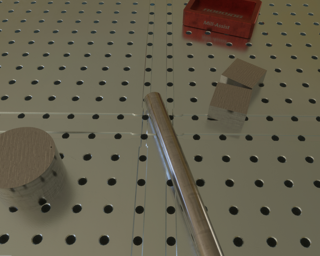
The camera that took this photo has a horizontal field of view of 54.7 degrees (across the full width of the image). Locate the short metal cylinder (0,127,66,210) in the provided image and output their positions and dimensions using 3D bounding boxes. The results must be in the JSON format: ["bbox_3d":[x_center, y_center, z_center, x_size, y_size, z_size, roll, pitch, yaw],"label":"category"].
[{"bbox_3d":[-0.154,0.045,0.352,0.080,0.050,0.080,0,50,0],"label":"short metal cylinder"}]

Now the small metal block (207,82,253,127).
[{"bbox_3d":[0.099,-0.034,0.437,0.050,0.025,0.050,15,52,12],"label":"small metal block"}]

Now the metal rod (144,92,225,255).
[{"bbox_3d":[0.029,0.068,0.349,0.025,0.025,0.300,-12,51,-10],"label":"metal rod"}]

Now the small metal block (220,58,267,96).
[{"bbox_3d":[0.126,-0.075,0.471,0.050,0.025,0.050,30,56,22],"label":"small metal block"}]

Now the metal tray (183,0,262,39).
[{"bbox_3d":[0.119,-0.219,0.588,0.130,0.030,0.090,16,52,13],"label":"metal tray"}]
